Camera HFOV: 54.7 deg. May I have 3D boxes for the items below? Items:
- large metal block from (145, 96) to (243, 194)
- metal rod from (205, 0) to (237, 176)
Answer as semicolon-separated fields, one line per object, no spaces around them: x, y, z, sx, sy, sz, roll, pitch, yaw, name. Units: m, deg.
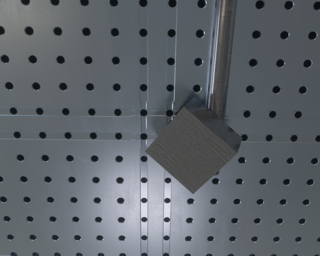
0.043;0.021;0.389;0.080;0.050;0.080;42;118;3;large metal block
0.075;-0.078;0.384;0.025;0.025;0.298;1;110;-1;metal rod
